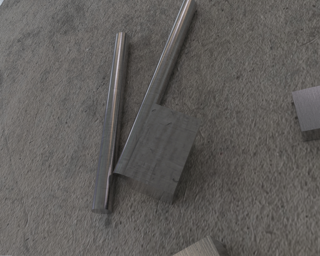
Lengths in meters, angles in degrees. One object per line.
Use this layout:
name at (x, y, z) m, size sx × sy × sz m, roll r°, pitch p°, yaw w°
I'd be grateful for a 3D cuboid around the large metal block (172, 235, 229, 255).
large metal block at (0.035, 0.156, 0.274) m, size 0.080 × 0.050 × 0.080 m, roll -32°, pitch 52°, yaw 7°

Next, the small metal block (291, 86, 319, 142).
small metal block at (0.171, -0.017, 0.325) m, size 0.050 × 0.025 × 0.050 m, roll -12°, pitch 56°, yaw 21°

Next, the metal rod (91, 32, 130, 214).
metal rod at (-0.068, -0.027, 0.455) m, size 0.025 × 0.025 × 0.299 m, roll -12°, pitch 57°, yaw 22°

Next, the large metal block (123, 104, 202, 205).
large metal block at (0.004, 0.032, 0.338) m, size 0.050 × 0.080 × 0.080 m, roll 20°, pitch 70°, yaw 8°

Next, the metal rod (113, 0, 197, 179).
metal rod at (0.000, -0.069, 0.446) m, size 0.025 × 0.025 × 0.300 m, roll 6°, pitch 65°, yaw 31°
